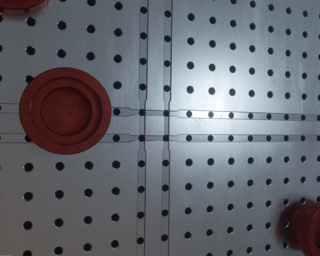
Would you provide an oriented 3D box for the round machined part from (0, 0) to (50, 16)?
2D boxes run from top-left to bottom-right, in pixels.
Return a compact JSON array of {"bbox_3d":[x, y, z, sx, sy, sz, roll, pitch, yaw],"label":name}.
[{"bbox_3d":[-0.165,-0.180,0.342,0.099,0.042,0.097,0,90,-21],"label":"round machined part"}]

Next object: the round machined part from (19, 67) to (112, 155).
[{"bbox_3d":[-0.110,-0.019,0.363,0.099,0.042,0.097,0,90,-21],"label":"round machined part"}]

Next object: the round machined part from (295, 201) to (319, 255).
[{"bbox_3d":[0.262,0.167,0.503,0.099,0.042,0.097,0,90,-21],"label":"round machined part"}]
